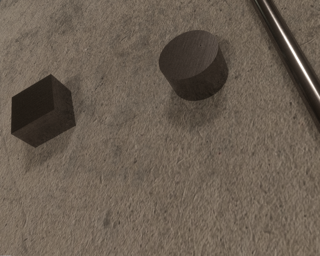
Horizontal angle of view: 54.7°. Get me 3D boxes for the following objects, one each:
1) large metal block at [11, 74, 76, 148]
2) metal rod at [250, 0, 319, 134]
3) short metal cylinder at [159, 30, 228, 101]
[{"bbox_3d":[-0.189,-0.027,0.502,0.080,0.050,0.080,-28,52,10],"label":"large metal block"},{"bbox_3d":[0.156,-0.103,0.384,0.025,0.025,0.299,-21,54,16],"label":"metal rod"},{"bbox_3d":[0.045,-0.083,0.414,0.080,0.050,0.080,-13,56,20],"label":"short metal cylinder"}]
